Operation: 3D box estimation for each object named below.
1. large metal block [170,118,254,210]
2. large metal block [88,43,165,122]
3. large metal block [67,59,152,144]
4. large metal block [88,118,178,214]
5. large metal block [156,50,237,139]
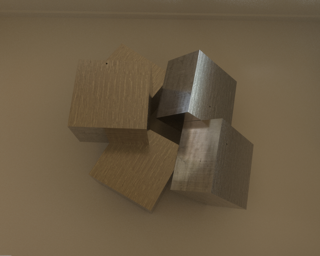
[{"bbox_3d":[0.063,0.043,0.357,0.050,0.080,0.080,-5,64,40],"label":"large metal block"},{"bbox_3d":[-0.042,-0.052,0.414,0.080,0.050,0.080,34,73,11],"label":"large metal block"},{"bbox_3d":[-0.051,-0.028,0.350,0.081,0.050,0.080,2,69,1],"label":"large metal block"},{"bbox_3d":[-0.025,0.046,0.374,0.080,0.050,0.080,28,72,9],"label":"large metal block"},{"bbox_3d":[0.048,-0.036,0.386,0.080,0.050,0.080,28,64,-38],"label":"large metal block"}]
